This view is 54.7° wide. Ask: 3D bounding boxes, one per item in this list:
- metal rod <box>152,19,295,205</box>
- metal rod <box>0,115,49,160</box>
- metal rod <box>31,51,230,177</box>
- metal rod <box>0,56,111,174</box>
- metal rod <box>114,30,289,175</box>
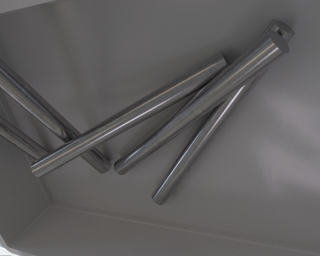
[{"bbox_3d":[0.057,0.006,0.382,0.025,0.025,0.298,34,129,5],"label":"metal rod"},{"bbox_3d":[-0.264,-0.026,0.450,0.025,0.025,0.300,-6,142,31],"label":"metal rod"},{"bbox_3d":[-0.051,-0.006,0.386,0.300,0.025,0.025,-28,104,22],"label":"metal rod"},{"bbox_3d":[-0.151,-0.024,0.392,0.025,0.025,0.300,-2,144,29],"label":"metal rod"},{"bbox_3d":[0.022,-0.007,0.373,0.025,0.025,0.299,46,135,-4],"label":"metal rod"}]
